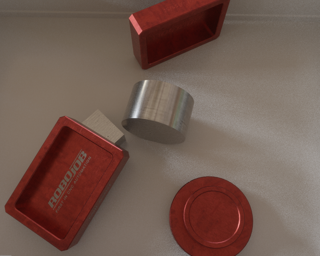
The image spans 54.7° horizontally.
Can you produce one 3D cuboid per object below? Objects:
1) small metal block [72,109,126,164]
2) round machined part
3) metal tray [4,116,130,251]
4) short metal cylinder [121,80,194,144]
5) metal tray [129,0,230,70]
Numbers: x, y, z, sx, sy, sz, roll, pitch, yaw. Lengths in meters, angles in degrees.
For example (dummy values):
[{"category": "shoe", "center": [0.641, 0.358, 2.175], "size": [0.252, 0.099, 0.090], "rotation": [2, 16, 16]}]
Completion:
[{"category": "small metal block", "center": [-0.081, 0.012, 0.404], "size": [0.050, 0.025, 0.050], "rotation": [43, 75, 13]}, {"category": "round machined part", "center": [0.060, 0.105, 0.363], "size": [0.099, 0.042, 0.098], "rotation": [0, 70, -1]}, {"category": "metal tray", "center": [-0.108, 0.063, 0.365], "size": [0.090, 0.030, 0.130], "rotation": [30, 87, 10]}, {"category": "short metal cylinder", "center": [-0.002, -0.018, 0.387], "size": [0.080, 0.080, 0.050], "rotation": [14, 71, 4]}, {"category": "metal tray", "center": [0.026, -0.138, 0.425], "size": [0.131, 0.090, 0.030], "rotation": [-26, 72, -9]}]
